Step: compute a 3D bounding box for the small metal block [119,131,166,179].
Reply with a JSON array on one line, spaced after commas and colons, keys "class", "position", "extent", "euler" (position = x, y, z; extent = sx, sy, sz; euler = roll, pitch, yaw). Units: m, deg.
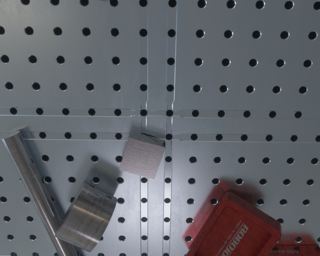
[{"class": "small metal block", "position": [-0.024, 0.037, 0.427], "extent": [0.050, 0.025, 0.050], "euler": [16, 109, -6]}]

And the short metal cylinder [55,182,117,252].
[{"class": "short metal cylinder", "position": [-0.101, 0.122, 0.428], "extent": [0.050, 0.080, 0.080], "euler": [30, 107, -10]}]

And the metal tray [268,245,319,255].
[{"class": "metal tray", "position": [0.193, 0.235, 0.498], "extent": [0.131, 0.030, 0.089], "euler": [0, 110, 0]}]

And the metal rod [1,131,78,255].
[{"class": "metal rod", "position": [-0.160, 0.144, 0.464], "extent": [0.025, 0.025, 0.298], "euler": [-15, 110, 5]}]

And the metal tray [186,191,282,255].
[{"class": "metal tray", "position": [0.104, 0.171, 0.456], "extent": [0.090, 0.030, 0.129], "euler": [32, 109, 14]}]
